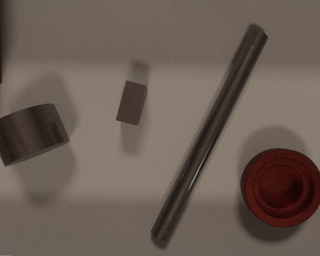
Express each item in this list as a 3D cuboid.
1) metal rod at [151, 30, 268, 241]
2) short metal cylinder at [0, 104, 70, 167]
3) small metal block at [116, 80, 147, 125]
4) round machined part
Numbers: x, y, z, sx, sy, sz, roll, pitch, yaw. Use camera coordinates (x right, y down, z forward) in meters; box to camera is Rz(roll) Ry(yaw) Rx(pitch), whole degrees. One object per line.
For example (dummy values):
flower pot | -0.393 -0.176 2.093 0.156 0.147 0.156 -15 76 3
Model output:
metal rod | 0.066 0.010 0.412 0.025 0.025 0.299 27 90 -1
short metal cylinder | -0.160 0.009 0.382 0.080 0.080 0.050 -23 90 0
small metal block | -0.035 -0.030 0.398 0.025 0.050 0.050 15 90 0
round machined part | 0.154 0.075 0.405 0.099 0.042 0.097 0 90 -1
